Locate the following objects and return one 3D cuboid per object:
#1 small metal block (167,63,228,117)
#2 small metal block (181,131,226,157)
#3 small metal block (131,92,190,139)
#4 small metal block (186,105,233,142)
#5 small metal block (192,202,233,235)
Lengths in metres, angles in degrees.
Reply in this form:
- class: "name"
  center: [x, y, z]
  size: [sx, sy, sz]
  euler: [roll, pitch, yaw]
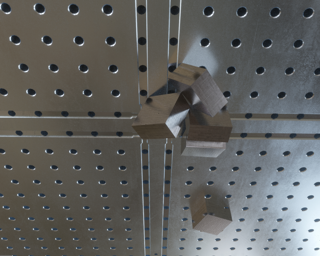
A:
- class: "small metal block"
  center: [0.042, -0.044, 0.354]
  size: [0.025, 0.050, 0.050]
  euler: [-45, 123, -7]
- class: "small metal block"
  center: [0.056, 0.021, 0.414]
  size: [0.050, 0.025, 0.050]
  euler: [4, 162, -3]
- class: "small metal block"
  center: [0.002, -0.014, 0.372]
  size: [0.050, 0.050, 0.025]
  euler: [-4, 136, 37]
- class: "small metal block"
  center: [0.059, -0.009, 0.388]
  size: [0.050, 0.050, 0.025]
  euler: [3, 130, -3]
- class: "small metal block"
  center: [0.091, 0.161, 0.549]
  size: [0.050, 0.025, 0.050]
  euler: [20, 127, -16]
